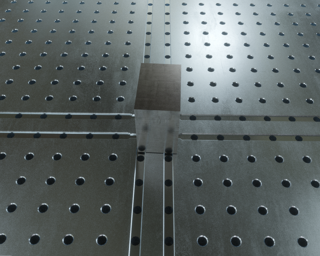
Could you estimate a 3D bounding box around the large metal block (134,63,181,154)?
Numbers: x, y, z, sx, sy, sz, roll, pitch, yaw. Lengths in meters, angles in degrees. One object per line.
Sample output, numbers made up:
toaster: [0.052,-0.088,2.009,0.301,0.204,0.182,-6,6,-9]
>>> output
large metal block: [-0.001,-0.024,0.391,0.050,0.080,0.080,3,50,2]
